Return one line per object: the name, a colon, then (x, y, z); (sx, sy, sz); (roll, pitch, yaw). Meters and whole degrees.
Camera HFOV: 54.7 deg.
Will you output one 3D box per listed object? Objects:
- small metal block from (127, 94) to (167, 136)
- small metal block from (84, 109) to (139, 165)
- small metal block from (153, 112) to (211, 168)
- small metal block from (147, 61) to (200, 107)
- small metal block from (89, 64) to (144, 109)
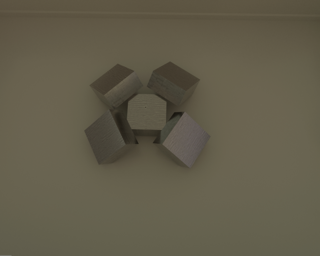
small metal block: (-0.017, -0.017, 0.413); (0.050, 0.025, 0.050); (2, 70, 0)
small metal block: (-0.062, 0.012, 0.390); (0.050, 0.025, 0.050); (-37, 70, 27)
small metal block: (0.028, 0.015, 0.390); (0.050, 0.025, 0.050); (42, 72, -22)
small metal block: (0.019, -0.061, 0.417); (0.050, 0.025, 0.050); (33, 36, 11)
small metal block: (-0.059, -0.057, 0.414); (0.050, 0.025, 0.050); (-41, 38, -13)
